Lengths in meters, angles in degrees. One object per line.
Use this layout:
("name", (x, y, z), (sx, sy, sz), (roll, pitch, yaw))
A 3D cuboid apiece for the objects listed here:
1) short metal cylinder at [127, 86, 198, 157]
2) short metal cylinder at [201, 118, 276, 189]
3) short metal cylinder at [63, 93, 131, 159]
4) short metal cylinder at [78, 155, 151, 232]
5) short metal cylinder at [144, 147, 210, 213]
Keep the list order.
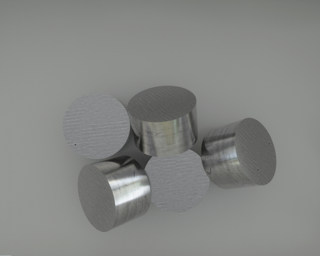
("short metal cylinder", (0.005, -0.010, 0.375), (0.081, 0.080, 0.050), (-8, 126, -1))
("short metal cylinder", (0.097, 0.032, 0.378), (0.081, 0.050, 0.080), (14, 67, -37))
("short metal cylinder", (-0.076, -0.003, 0.395), (0.081, 0.050, 0.079), (0, 90, -1))
("short metal cylinder", (-0.057, 0.077, 0.375), (0.050, 0.080, 0.080), (-11, 90, -43))
("short metal cylinder", (0.020, 0.062, 0.398), (0.081, 0.050, 0.079), (0, 90, -1))
